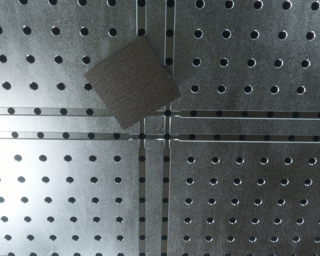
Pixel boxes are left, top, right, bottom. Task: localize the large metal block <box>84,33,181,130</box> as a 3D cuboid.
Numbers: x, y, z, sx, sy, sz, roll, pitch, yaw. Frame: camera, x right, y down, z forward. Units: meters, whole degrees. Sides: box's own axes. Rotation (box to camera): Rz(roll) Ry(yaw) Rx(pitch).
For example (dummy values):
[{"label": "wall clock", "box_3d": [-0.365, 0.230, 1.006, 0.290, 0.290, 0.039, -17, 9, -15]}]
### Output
[{"label": "large metal block", "box_3d": [-0.031, -0.057, 0.379, 0.080, 0.050, 0.080, -31, 108, 10]}]
